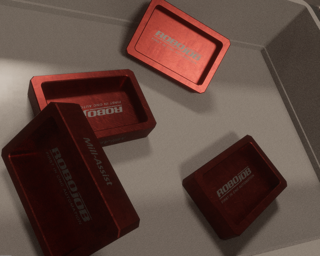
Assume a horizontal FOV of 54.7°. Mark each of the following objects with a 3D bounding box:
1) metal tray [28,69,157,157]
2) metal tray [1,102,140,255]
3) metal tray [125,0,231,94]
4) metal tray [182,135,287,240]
[{"bbox_3d":[-0.079,-0.023,0.374,0.131,0.030,0.090,-12,68,-33],"label":"metal tray"},{"bbox_3d":[-0.086,0.052,0.283,0.130,0.090,0.030,60,25,14],"label":"metal tray"},{"bbox_3d":[0.026,-0.119,0.457,0.131,0.030,0.090,27,93,-12],"label":"metal tray"},{"bbox_3d":[0.104,0.074,0.415,0.131,0.030,0.090,-27,77,-37],"label":"metal tray"}]
